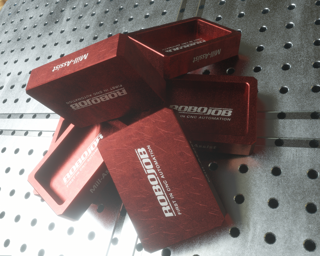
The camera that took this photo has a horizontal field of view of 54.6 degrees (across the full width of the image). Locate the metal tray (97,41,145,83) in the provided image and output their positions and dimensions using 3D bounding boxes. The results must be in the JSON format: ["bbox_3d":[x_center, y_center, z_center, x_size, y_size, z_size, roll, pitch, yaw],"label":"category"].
[{"bbox_3d":[-0.064,-0.084,0.469,0.090,0.030,0.130,-38,35,2],"label":"metal tray"}]

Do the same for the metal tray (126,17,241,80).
[{"bbox_3d":[0.032,-0.112,0.415,0.131,0.030,0.090,-24,44,-29],"label":"metal tray"}]

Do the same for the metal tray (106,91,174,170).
[{"bbox_3d":[-0.022,-0.007,0.422,0.090,0.030,0.130,-3,58,24],"label":"metal tray"}]

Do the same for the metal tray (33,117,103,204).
[{"bbox_3d":[-0.118,0.039,0.445,0.090,0.030,0.130,-4,59,25],"label":"metal tray"}]

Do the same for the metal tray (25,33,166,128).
[{"bbox_3d":[-0.070,-0.046,0.349,0.130,0.090,0.030,-14,56,26],"label":"metal tray"}]

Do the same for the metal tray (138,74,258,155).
[{"bbox_3d":[0.046,-0.020,0.370,0.130,0.030,0.090,4,63,11],"label":"metal tray"}]

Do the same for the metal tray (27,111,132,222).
[{"bbox_3d":[-0.098,0.039,0.394,0.090,0.030,0.130,30,78,38],"label":"metal tray"}]

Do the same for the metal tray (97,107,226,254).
[{"bbox_3d":[0.001,0.054,0.329,0.090,0.030,0.130,-26,86,12],"label":"metal tray"}]
